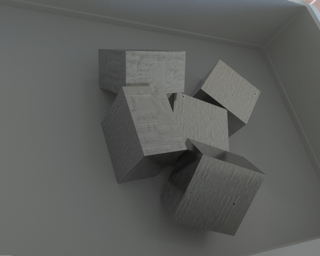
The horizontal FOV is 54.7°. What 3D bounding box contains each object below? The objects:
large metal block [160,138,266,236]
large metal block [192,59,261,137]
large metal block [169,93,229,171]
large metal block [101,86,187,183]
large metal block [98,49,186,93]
[{"bbox_3d":[0.058,0.067,0.352,0.081,0.080,0.050,19,12,-19],"label":"large metal block"},{"bbox_3d":[0.094,-0.043,0.467,0.080,0.050,0.080,38,51,-3],"label":"large metal block"},{"bbox_3d":[0.042,0.008,0.408,0.081,0.050,0.080,18,55,-19],"label":"large metal block"},{"bbox_3d":[-0.023,0.008,0.353,0.050,0.080,0.080,-6,65,-31],"label":"large metal block"},{"bbox_3d":[-0.025,-0.073,0.394,0.081,0.080,0.050,-8,108,-31],"label":"large metal block"}]
